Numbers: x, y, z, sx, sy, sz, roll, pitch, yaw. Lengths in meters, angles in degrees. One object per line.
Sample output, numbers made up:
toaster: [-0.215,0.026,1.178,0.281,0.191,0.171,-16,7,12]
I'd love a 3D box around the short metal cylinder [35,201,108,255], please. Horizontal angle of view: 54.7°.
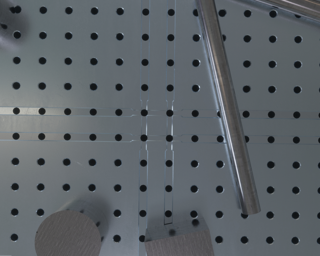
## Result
short metal cylinder: [-0.111,0.139,0.400,0.081,0.050,0.080,0,90,0]

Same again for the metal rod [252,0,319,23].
metal rod: [0.097,-0.194,0.413,0.302,0.025,0.025,18,90,0]

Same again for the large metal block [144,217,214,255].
large metal block: [0.028,0.170,0.401,0.080,0.050,0.080,-11,90,0]

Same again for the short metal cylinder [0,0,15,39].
short metal cylinder: [-0.239,-0.156,0.399,0.081,0.050,0.080,0,90,0]

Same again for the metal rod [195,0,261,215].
metal rod: [0.090,-0.034,0.413,0.025,0.025,0.298,-13,90,0]
